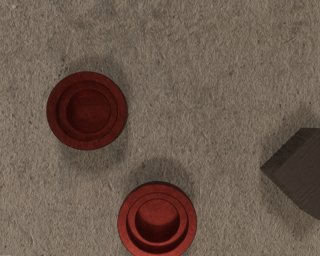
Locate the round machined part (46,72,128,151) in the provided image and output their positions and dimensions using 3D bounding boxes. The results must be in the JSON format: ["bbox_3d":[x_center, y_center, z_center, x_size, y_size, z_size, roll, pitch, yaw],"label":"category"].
[{"bbox_3d":[-0.090,-0.021,0.400,0.099,0.042,0.097,0,90,-1],"label":"round machined part"}]

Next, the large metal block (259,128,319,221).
[{"bbox_3d":[0.193,0.056,0.400,0.080,0.050,0.080,-45,91,0],"label":"large metal block"}]

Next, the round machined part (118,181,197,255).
[{"bbox_3d":[-0.003,0.117,0.402,0.099,0.042,0.097,0,90,-1],"label":"round machined part"}]
